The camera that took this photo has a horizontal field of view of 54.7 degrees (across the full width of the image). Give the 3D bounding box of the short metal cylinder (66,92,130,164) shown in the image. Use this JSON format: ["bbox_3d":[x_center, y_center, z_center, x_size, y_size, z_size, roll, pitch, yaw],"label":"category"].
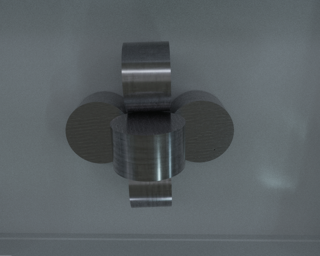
[{"bbox_3d":[-0.073,-0.002,0.395,0.081,0.050,0.079,0,110,0],"label":"short metal cylinder"}]

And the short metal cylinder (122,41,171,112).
[{"bbox_3d":[-0.014,-0.059,0.358,0.050,0.080,0.079,-2,110,0],"label":"short metal cylinder"}]

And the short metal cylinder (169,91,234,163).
[{"bbox_3d":[0.049,-0.003,0.395,0.081,0.050,0.079,0,110,0],"label":"short metal cylinder"}]

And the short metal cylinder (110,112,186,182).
[{"bbox_3d":[-0.012,0.017,0.339,0.080,0.080,0.050,-1,110,0],"label":"short metal cylinder"}]

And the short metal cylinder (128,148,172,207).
[{"bbox_3d":[-0.012,0.062,0.403,0.050,0.080,0.079,-2,110,0],"label":"short metal cylinder"}]
